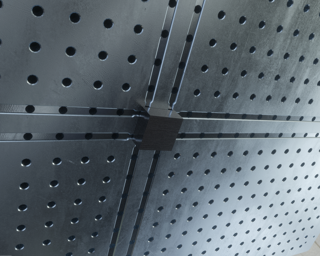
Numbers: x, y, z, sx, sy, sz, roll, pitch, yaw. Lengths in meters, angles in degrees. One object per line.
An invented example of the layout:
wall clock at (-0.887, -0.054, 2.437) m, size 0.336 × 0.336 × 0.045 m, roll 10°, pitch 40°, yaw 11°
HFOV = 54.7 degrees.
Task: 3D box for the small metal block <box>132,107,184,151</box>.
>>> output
small metal block at (-0.003, 0.002, 0.412) m, size 0.050 × 0.025 × 0.050 m, roll 5°, pitch 116°, yaw -31°
